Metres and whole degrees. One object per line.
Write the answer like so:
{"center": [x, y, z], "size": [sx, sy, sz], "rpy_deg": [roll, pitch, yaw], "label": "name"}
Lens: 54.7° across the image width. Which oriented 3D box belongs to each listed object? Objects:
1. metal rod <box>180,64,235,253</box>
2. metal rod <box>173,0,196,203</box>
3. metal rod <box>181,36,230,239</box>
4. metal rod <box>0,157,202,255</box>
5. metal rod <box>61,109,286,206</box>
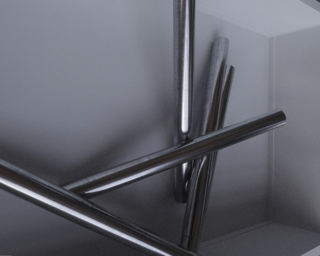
{"center": [0.070, 0.038, 0.444], "size": [0.025, 0.025, 0.299], "rpy_deg": [33, 62, -36], "label": "metal rod"}
{"center": [0.029, -0.038, 0.379], "size": [0.025, 0.025, 0.298], "rpy_deg": [-21, 120, -38], "label": "metal rod"}
{"center": [0.068, -0.002, 0.433], "size": [0.025, 0.025, 0.299], "rpy_deg": [30, 61, -36], "label": "metal rod"}
{"center": [-0.064, 0.092, 0.314], "size": [0.301, 0.025, 0.025], "rpy_deg": [33, 69, -22], "label": "metal rod"}
{"center": [0.032, 0.029, 0.377], "size": [0.302, 0.025, 0.025], "rpy_deg": [-18, 102, -21], "label": "metal rod"}
